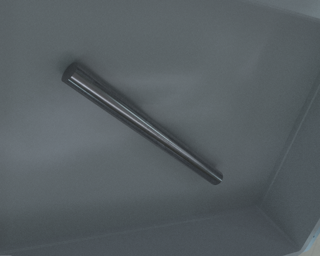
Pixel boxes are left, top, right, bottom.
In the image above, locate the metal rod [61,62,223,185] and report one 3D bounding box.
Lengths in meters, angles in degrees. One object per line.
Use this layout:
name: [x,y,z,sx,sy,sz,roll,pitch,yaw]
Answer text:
metal rod: [0.000,0.012,0.415,0.025,0.025,0.301,-48,129,6]
